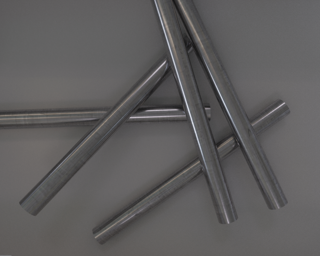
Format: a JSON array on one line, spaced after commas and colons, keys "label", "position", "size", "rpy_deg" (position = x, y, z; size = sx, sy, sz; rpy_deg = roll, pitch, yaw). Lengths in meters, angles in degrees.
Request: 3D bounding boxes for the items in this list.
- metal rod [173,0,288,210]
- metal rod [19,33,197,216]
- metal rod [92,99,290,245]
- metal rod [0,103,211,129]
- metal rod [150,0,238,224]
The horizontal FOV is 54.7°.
[{"label": "metal rod", "position": [0.083, -0.039, 0.385], "size": [0.025, 0.025, 0.299], "rpy_deg": [-25, 90, 0]}, {"label": "metal rod", "position": [-0.051, -0.016, 0.383], "size": [0.025, 0.025, 0.300], "rpy_deg": [43, 79, 0]}, {"label": "metal rod", "position": [0.041, 0.058, 0.411], "size": [0.301, 0.025, 0.025], "rpy_deg": [-35, 90, 0]}, {"label": "metal rod", "position": [-0.085, -0.016, 0.410], "size": [0.302, 0.025, 0.025], "rpy_deg": [-2, 90, 0]}, {"label": "metal rod", "position": [0.041, -0.027, 0.381], "size": [0.025, 0.025, 0.298], "rpy_deg": [-17, 93, 0]}]
